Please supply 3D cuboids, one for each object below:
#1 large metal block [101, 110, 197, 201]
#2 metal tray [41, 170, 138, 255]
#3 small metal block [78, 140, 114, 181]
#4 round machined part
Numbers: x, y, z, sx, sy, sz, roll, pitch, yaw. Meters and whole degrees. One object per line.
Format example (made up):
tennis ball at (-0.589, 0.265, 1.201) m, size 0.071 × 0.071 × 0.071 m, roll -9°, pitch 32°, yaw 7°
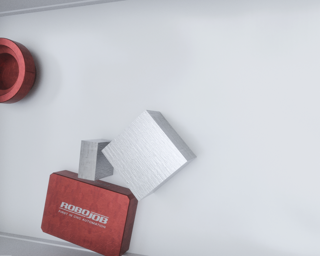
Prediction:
large metal block at (-0.013, 0.034, 0.401) m, size 0.080 × 0.050 × 0.080 m, roll -42°, pitch 77°, yaw 15°
metal tray at (-0.102, 0.120, 0.442) m, size 0.130 × 0.030 × 0.089 m, roll 12°, pitch 94°, yaw 19°
small metal block at (-0.085, 0.042, 0.426) m, size 0.025 × 0.050 × 0.050 m, roll 7°, pitch 92°, yaw 19°
round machined part at (-0.234, -0.086, 0.481) m, size 0.098 × 0.042 × 0.097 m, roll 0°, pitch 90°, yaw 17°
